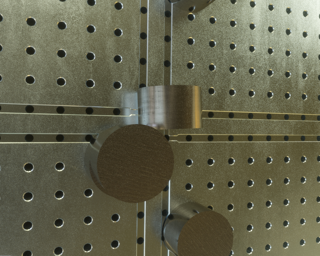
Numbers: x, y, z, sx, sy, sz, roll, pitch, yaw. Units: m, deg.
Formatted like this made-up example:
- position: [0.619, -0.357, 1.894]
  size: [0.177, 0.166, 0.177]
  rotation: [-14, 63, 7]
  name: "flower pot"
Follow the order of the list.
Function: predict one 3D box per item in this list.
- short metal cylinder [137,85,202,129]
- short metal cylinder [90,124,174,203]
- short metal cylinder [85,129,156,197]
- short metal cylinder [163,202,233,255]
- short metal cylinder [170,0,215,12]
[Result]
- position: [0.012, -0.024, 0.389]
  size: [0.081, 0.080, 0.050]
  rotation: [-2, 91, -20]
  name: "short metal cylinder"
- position: [-0.032, 0.036, 0.335]
  size: [0.081, 0.050, 0.079]
  rotation: [0, 90, -21]
  name: "short metal cylinder"
- position: [-0.050, 0.041, 0.382]
  size: [0.081, 0.050, 0.079]
  rotation: [0, 90, -21]
  name: "short metal cylinder"
- position: [0.051, 0.146, 0.420]
  size: [0.081, 0.050, 0.079]
  rotation: [0, 90, -21]
  name: "short metal cylinder"
- position: [0.050, -0.205, 0.419]
  size: [0.081, 0.050, 0.079]
  rotation: [0, 90, -21]
  name: "short metal cylinder"
